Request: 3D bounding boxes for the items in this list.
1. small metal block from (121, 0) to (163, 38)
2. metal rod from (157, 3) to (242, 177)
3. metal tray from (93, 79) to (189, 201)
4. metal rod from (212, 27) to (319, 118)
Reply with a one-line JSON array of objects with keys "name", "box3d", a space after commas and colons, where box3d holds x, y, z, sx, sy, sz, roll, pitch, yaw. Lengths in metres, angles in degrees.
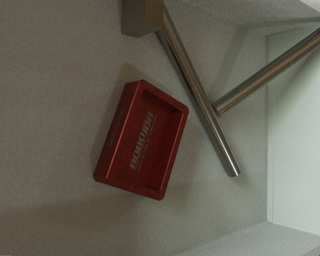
[{"name": "small metal block", "box3d": [-0.022, -0.141, 0.373, 0.025, 0.050, 0.050, 2, 89, -40]}, {"name": "metal rod", "box3d": [0.055, -0.048, 0.455, 0.025, 0.025, 0.299, -44, 117, -31]}, {"name": "metal tray", "box3d": [-0.019, 0.016, 0.389, 0.090, 0.030, 0.130, 28, 73, -37]}, {"name": "metal rod", "box3d": [0.210, -0.113, 0.496, 0.301, 0.025, 0.025, -35, 116, -4]}]
